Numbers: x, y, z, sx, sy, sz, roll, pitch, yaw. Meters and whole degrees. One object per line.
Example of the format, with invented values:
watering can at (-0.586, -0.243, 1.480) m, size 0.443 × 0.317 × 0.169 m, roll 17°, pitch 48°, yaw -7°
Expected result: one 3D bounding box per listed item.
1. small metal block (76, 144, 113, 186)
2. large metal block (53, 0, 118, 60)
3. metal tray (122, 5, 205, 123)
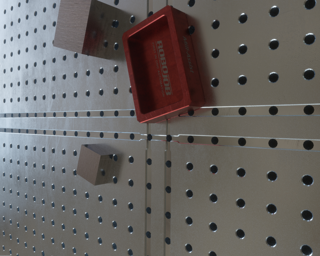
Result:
small metal block at (-0.105, 0.058, 0.497) m, size 0.050 × 0.025 × 0.050 m, roll 22°, pitch 104°, yaw 38°
large metal block at (-0.120, -0.159, 0.492) m, size 0.080 × 0.050 × 0.079 m, roll 22°, pitch 104°, yaw 37°
metal tray at (0.001, -0.079, 0.405) m, size 0.090 × 0.030 × 0.129 m, roll -18°, pitch 79°, yaw 38°
